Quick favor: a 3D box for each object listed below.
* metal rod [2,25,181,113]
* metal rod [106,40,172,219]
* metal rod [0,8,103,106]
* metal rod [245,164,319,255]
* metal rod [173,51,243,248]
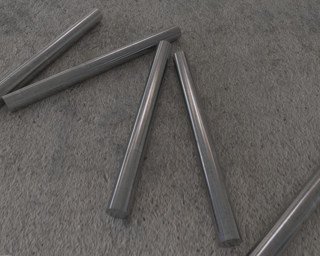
[{"bbox_3d":[-0.092,-0.101,0.487,0.302,0.025,0.025,-30,56,-23],"label":"metal rod"},{"bbox_3d":[-0.019,-0.023,0.421,0.025,0.025,0.300,8,50,6],"label":"metal rod"},{"bbox_3d":[-0.187,-0.110,0.494,0.025,0.025,0.301,22,53,17],"label":"metal rod"},{"bbox_3d":[0.188,0.058,0.355,0.302,0.025,0.025,-37,59,-27],"label":"metal rod"},{"bbox_3d":[0.051,0.000,0.402,0.025,0.025,0.300,-5,50,-5],"label":"metal rod"}]
